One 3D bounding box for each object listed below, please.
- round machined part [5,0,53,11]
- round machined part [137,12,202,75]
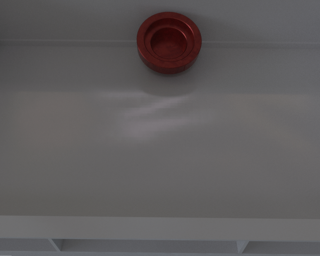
[{"bbox_3d":[-0.271,-0.285,0.634,0.099,0.042,0.098,0,50,0],"label":"round machined part"},{"bbox_3d":[0.014,-0.128,0.487,0.099,0.042,0.098,1,74,-2],"label":"round machined part"}]
